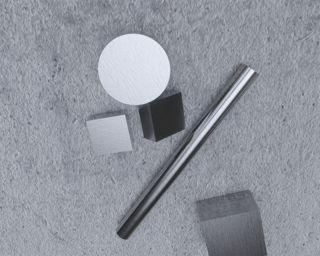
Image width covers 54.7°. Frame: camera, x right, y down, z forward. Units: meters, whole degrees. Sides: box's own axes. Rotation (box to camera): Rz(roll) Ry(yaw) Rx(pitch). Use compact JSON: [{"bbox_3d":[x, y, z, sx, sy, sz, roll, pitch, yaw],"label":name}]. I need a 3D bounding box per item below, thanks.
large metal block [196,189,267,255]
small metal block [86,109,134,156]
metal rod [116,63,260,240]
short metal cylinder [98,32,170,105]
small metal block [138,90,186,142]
[{"bbox_3d":[0.103,0.145,0.452,0.080,0.050,0.080,-13,110,4],"label":"large metal block"},{"bbox_3d":[-0.065,0.006,0.411,0.050,0.025,0.050,-9,110,3],"label":"small metal block"},{"bbox_3d":[0.029,0.043,0.425,0.025,0.025,0.299,33,107,-12],"label":"metal rod"},{"bbox_3d":[-0.029,-0.073,0.369,0.081,0.050,0.079,0,110,0],"label":"short metal cylinder"},{"bbox_3d":[0.003,-0.016,0.390,0.050,0.025,0.050,-23,115,-33],"label":"small metal block"}]
